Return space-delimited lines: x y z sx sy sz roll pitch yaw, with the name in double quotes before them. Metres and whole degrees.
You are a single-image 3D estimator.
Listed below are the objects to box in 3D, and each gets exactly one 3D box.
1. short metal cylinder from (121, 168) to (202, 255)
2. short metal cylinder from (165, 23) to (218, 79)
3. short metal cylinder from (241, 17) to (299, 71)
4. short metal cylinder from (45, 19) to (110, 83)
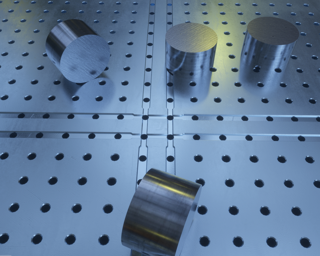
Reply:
"short metal cylinder" 0.004 0.085 0.301 0.050 0.080 0.080 18 52 14
"short metal cylinder" 0.049 -0.125 0.496 0.081 0.050 0.080 0 50 0
"short metal cylinder" 0.179 -0.139 0.509 0.081 0.050 0.080 0 50 0
"short metal cylinder" -0.123 -0.116 0.468 0.081 0.080 0.050 -30 56 -23
